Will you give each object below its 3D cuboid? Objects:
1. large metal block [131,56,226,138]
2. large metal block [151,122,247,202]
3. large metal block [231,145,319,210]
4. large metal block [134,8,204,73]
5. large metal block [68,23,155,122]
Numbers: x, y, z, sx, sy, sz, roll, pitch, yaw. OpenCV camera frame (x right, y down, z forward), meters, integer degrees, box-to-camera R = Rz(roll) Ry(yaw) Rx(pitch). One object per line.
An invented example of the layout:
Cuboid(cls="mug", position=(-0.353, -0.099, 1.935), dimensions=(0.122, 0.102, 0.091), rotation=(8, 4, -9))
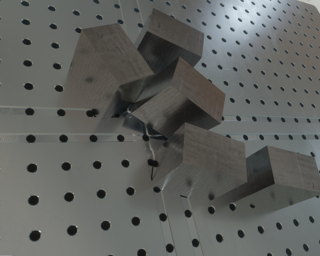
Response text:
Cuboid(cls="large metal block", position=(0.024, -0.031, 0.396), dimensions=(0.080, 0.080, 0.050), rotation=(35, 50, -22))
Cuboid(cls="large metal block", position=(0.045, 0.045, 0.371), dimensions=(0.081, 0.080, 0.050), rotation=(19, 55, -18))
Cuboid(cls="large metal block", position=(0.152, 0.070, 0.414), dimensions=(0.081, 0.080, 0.050), rotation=(13, 56, -21))
Cuboid(cls="large metal block", position=(0.007, -0.110, 0.445), dimensions=(0.080, 0.080, 0.050), rotation=(21, 54, -16))
Cuboid(cls="large metal block", position=(-0.063, -0.067, 0.381), dimensions=(0.050, 0.080, 0.080), rotation=(-26, 76, -37))
